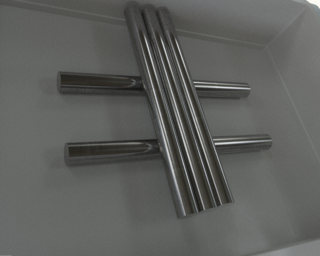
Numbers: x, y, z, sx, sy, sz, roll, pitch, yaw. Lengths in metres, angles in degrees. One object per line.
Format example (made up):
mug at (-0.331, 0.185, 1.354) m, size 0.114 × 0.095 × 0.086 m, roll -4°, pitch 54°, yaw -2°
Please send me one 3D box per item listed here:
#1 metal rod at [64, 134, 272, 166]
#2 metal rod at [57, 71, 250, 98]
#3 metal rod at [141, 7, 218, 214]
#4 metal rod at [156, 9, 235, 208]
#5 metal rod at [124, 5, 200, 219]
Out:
metal rod at (0.032, 0.025, 0.406) m, size 0.303 × 0.025 × 0.025 m, roll -1°, pitch 63°, yaw -29°
metal rod at (0.010, -0.060, 0.446) m, size 0.303 × 0.025 × 0.025 m, roll -2°, pitch 63°, yaw -29°
metal rod at (0.017, -0.040, 0.404) m, size 0.025 × 0.025 × 0.299 m, roll -1°, pitch 62°, yaw -29°
metal rod at (0.038, -0.042, 0.417) m, size 0.025 × 0.025 × 0.299 m, roll -1°, pitch 62°, yaw -29°
metal rod at (-0.005, -0.038, 0.391) m, size 0.025 × 0.025 × 0.299 m, roll -1°, pitch 62°, yaw -29°
